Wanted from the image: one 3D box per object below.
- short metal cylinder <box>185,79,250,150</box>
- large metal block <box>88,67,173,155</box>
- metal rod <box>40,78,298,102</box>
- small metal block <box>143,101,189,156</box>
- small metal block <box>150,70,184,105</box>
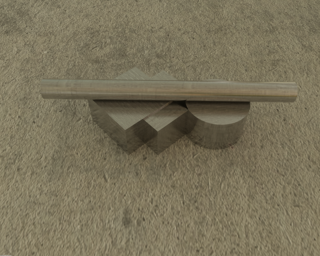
[{"bbox_3d":[0.072,-0.019,0.404,0.081,0.050,0.080,0,50,0],"label":"short metal cylinder"},{"bbox_3d":[-0.037,-0.025,0.407,0.080,0.050,0.080,-35,58,-26],"label":"large metal block"},{"bbox_3d":[0.010,-0.045,0.376,0.302,0.025,0.025,1,50,0],"label":"metal rod"},{"bbox_3d":[0.007,0.000,0.390,0.050,0.050,0.025,-35,59,-26],"label":"small metal block"},{"bbox_3d":[0.012,-0.043,0.425,0.025,0.050,0.050,-35,59,-26],"label":"small metal block"}]
